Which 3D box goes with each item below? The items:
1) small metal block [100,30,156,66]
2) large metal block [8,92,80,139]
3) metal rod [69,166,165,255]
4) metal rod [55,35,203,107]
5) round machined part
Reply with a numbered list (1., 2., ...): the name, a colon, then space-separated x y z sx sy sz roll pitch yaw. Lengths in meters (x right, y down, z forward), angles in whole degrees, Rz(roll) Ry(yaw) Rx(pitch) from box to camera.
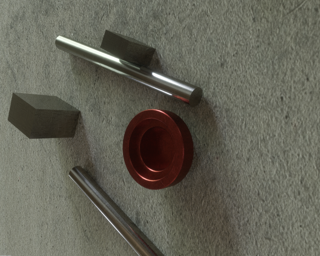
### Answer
1. small metal block: -0.044 -0.109 0.423 0.050 0.050 0.025 34 111 34
2. large metal block: -0.198 -0.021 0.529 0.080 0.081 0.050 28 108 36
3. metal rod: -0.041 0.148 0.436 0.300 0.025 0.025 37 112 33
4. metal rod: -0.065 -0.093 0.455 0.300 0.025 0.025 28 107 36
5. round machined part: 0.002 0.026 0.391 0.098 0.042 0.097 0 90 39
